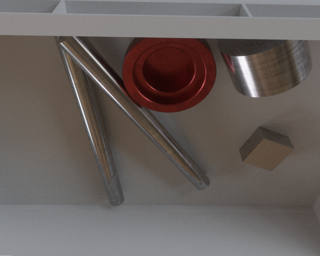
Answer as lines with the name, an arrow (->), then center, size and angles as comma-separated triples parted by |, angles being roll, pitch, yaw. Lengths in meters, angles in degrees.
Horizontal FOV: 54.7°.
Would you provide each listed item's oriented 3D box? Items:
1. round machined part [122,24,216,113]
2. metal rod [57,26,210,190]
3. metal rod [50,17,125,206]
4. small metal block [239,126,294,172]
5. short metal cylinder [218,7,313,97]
round machined part -> 0.010, -0.068, 0.341 | 0.099, 0.042, 0.097 | -1, 130, 0
metal rod -> -0.012, -0.002, 0.391 | 0.025, 0.025, 0.300 | -25, 131, 20
metal rod -> -0.085, 0.005, 0.411 | 0.025, 0.025, 0.298 | -5, 130, 3
small metal block -> 0.149, 0.030, 0.437 | 0.050, 0.025, 0.050 | 18, 128, -16
short metal cylinder -> 0.105, -0.076, 0.310 | 0.080, 0.080, 0.050 | -21, 127, 16
